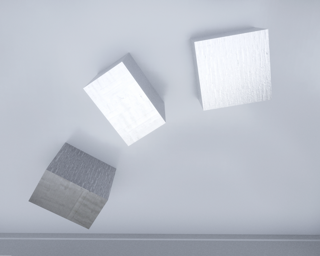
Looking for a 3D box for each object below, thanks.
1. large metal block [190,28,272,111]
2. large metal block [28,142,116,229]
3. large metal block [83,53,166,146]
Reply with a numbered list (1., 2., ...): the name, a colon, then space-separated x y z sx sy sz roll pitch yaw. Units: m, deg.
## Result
1. large metal block: 0.084 -0.072 0.373 0.080 0.050 0.079 -9 110 3
2. large metal block: -0.110 0.073 0.407 0.080 0.080 0.050 30 107 -11
3. large metal block: -0.037 -0.037 0.368 0.050 0.080 0.080 -32 107 11
